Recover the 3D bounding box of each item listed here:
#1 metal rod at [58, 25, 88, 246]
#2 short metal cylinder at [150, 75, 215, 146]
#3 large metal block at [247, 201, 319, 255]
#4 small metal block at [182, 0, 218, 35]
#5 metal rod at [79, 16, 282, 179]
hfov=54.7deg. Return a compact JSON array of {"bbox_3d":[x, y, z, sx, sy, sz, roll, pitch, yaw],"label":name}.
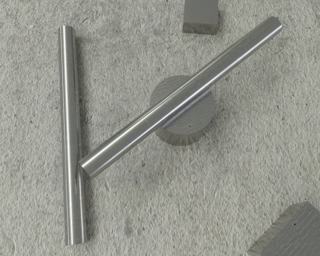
[{"bbox_3d":[-0.117,-0.005,0.408,0.025,0.025,0.299,-7,70,-3],"label":"metal rod"},{"bbox_3d":[0.027,-0.021,0.403,0.081,0.050,0.080,0,70,0],"label":"short metal cylinder"},{"bbox_3d":[0.160,0.142,0.345,0.080,0.050,0.080,-41,75,-14],"label":"large metal block"},{"bbox_3d":[0.061,-0.172,0.472,0.050,0.025,0.050,5,70,1],"label":"small metal block"},{"bbox_3d":[0.035,-0.044,0.371,0.301,0.025,0.025,-38,75,-13],"label":"metal rod"}]
